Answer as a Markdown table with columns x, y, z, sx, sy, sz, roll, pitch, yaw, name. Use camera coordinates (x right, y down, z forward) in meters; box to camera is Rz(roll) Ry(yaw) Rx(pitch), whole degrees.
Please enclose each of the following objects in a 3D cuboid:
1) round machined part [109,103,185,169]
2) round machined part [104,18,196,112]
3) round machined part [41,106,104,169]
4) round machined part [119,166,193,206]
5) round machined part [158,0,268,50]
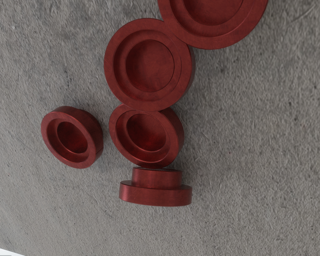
| x | y | z | sx | sy | sz | roll | pitch | yaw | name |
| --- | --- | --- | --- | --- | --- | --- | --- | --- | --- |
| -0.014 | 0.002 | 0.404 | 0.098 | 0.042 | 0.097 | 13 | 124 | 21 | round machined part |
| -0.009 | -0.069 | 0.345 | 0.098 | 0.042 | 0.097 | 3 | 102 | 16 | round machined part |
| -0.126 | 0.010 | 0.469 | 0.098 | 0.042 | 0.097 | 13 | 124 | 21 | round machined part |
| -0.005 | 0.076 | 0.422 | 0.098 | 0.098 | 0.042 | 2 | 85 | 27 | round machined part |
| 0.050 | -0.125 | 0.286 | 0.098 | 0.042 | 0.097 | 8 | 115 | 17 | round machined part |
